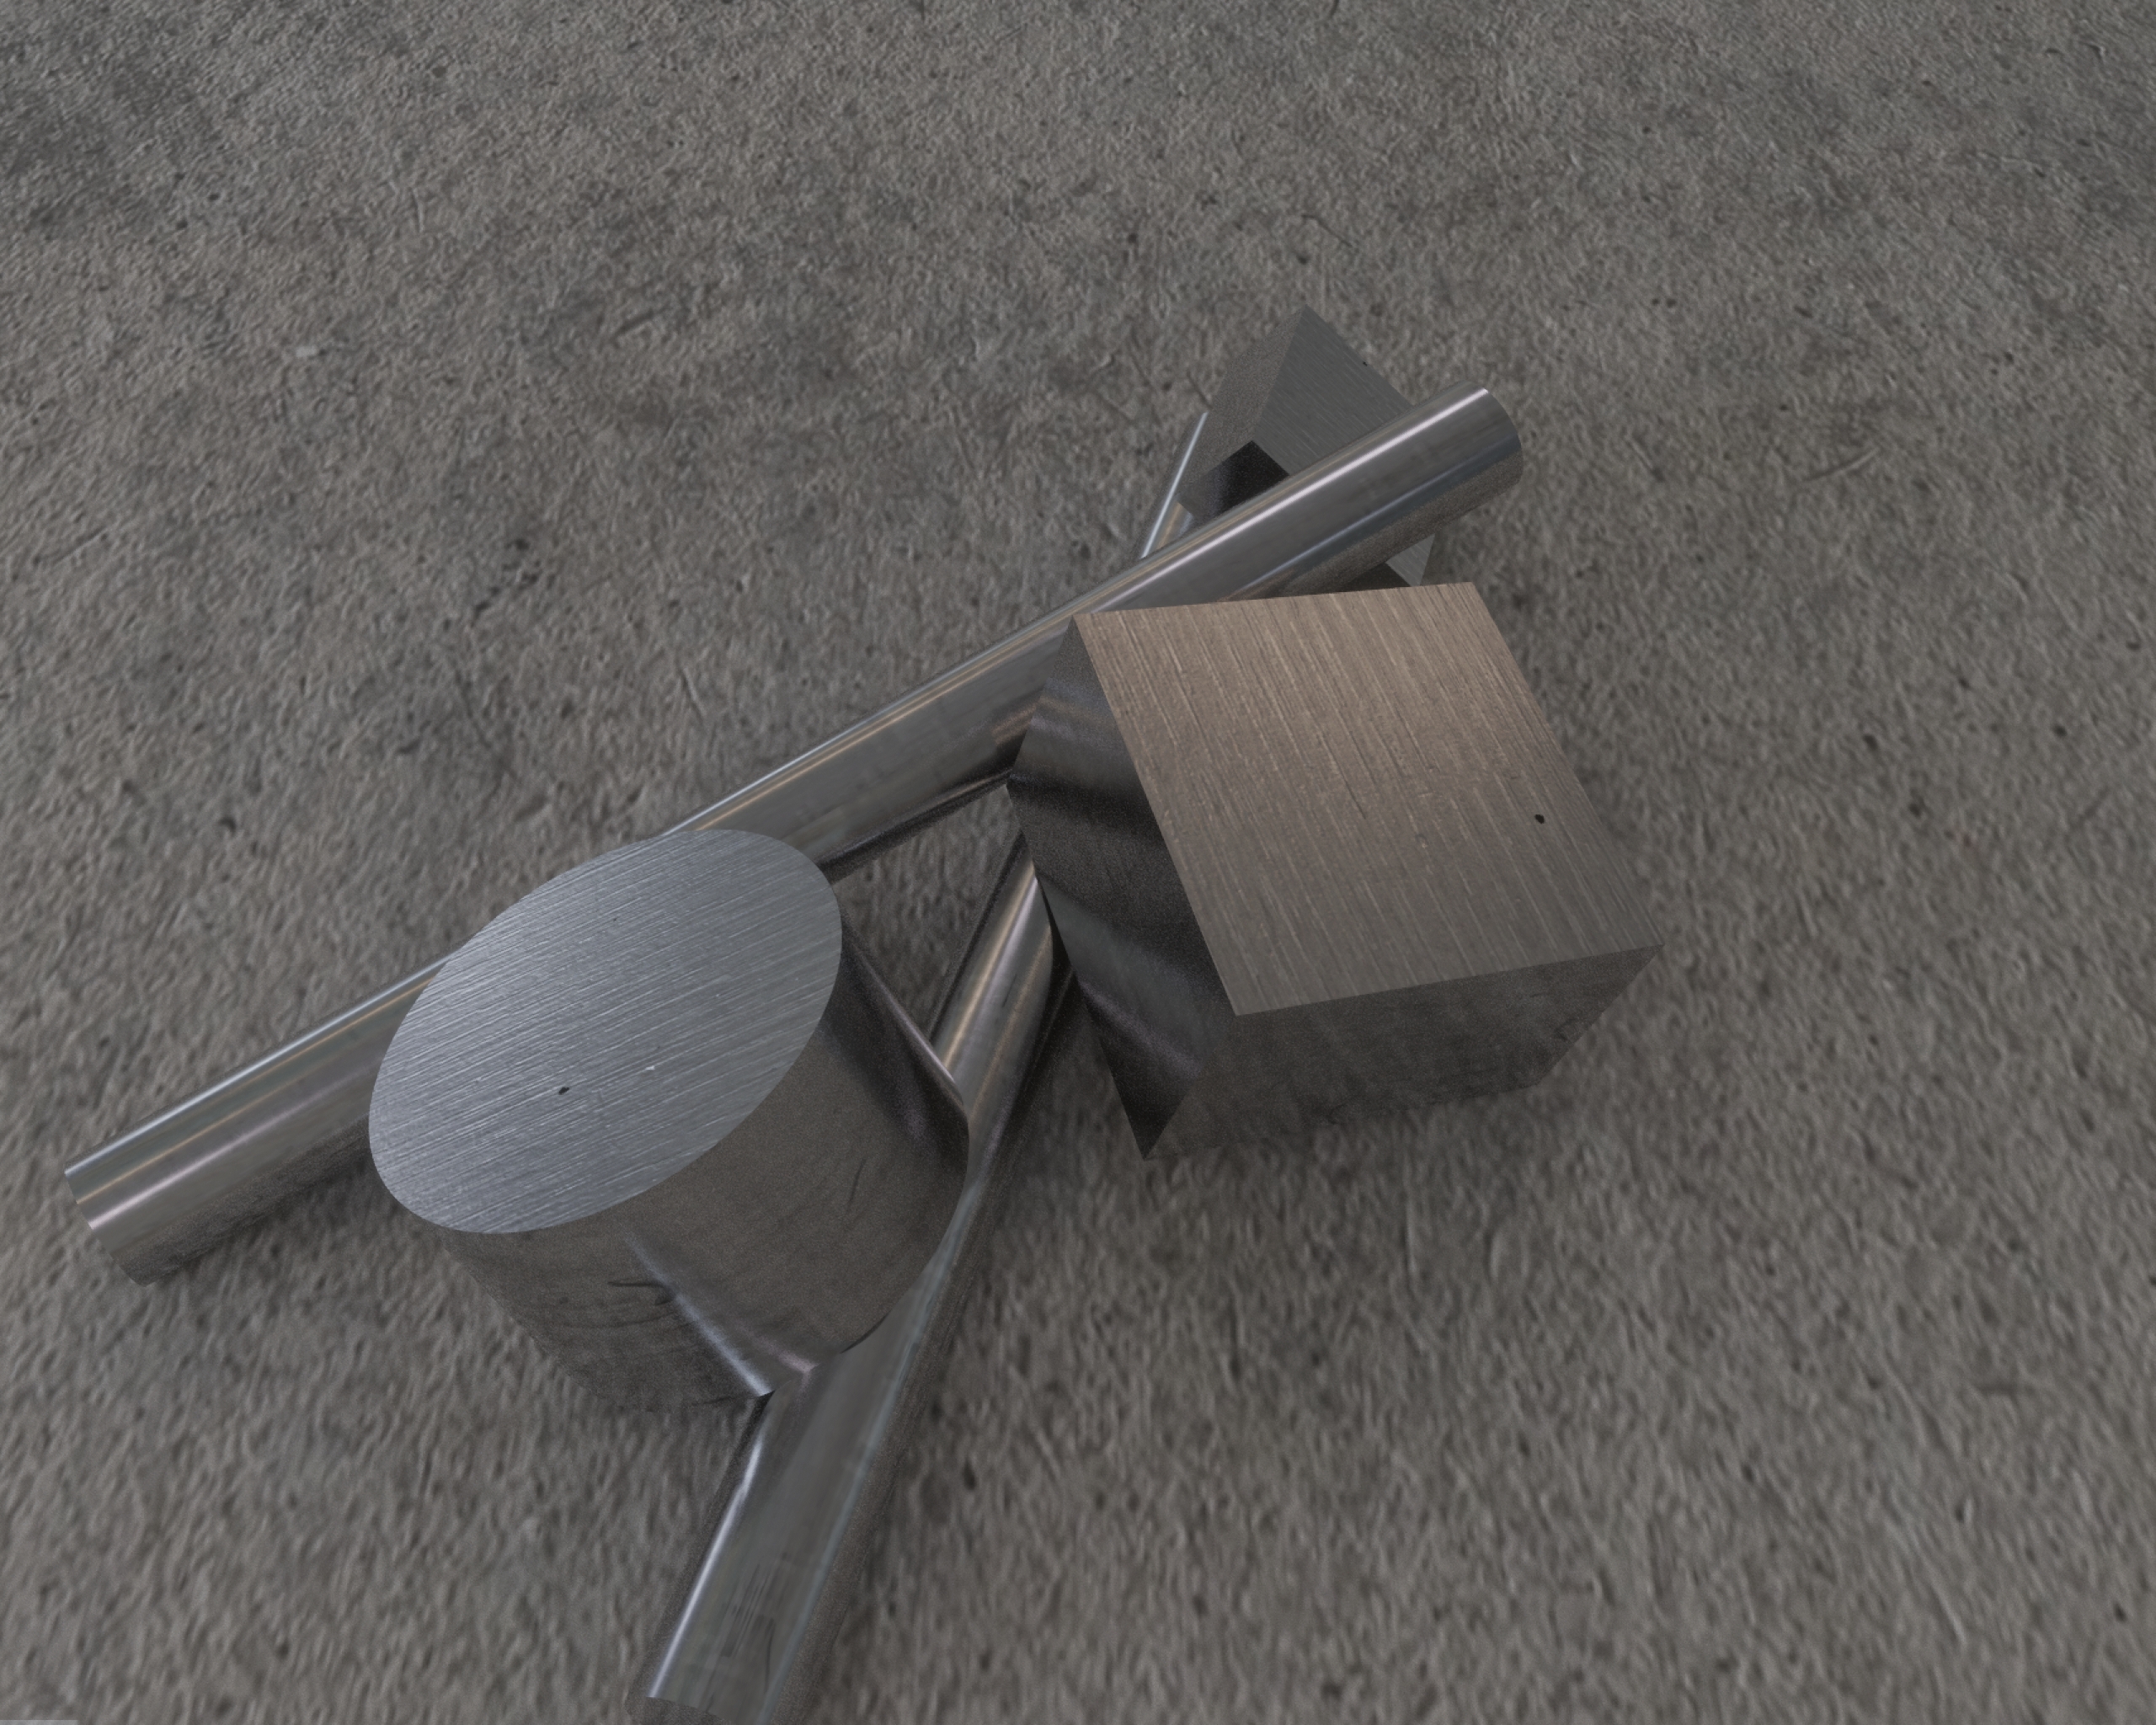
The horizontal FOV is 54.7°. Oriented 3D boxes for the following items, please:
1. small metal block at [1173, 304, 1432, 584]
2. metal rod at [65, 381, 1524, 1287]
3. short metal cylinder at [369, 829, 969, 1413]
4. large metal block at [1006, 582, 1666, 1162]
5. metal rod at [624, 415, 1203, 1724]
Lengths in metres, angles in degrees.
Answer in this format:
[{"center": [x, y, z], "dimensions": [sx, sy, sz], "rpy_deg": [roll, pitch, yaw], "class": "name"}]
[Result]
[{"center": [0.054, -0.086, 0.461], "dimensions": [0.050, 0.025, 0.050], "rpy_deg": [38, 49, -20], "class": "small metal block"}, {"center": [-0.040, -0.014, 0.393], "dimensions": [0.302, 0.025, 0.025], "rpy_deg": [-31, 57, -16], "class": "metal rod"}, {"center": [-0.064, 0.041, 0.337], "dimensions": [0.080, 0.050, 0.080], "rpy_deg": [-15, 41, 14], "class": "short metal cylinder"}, {"center": [0.042, 0.000, 0.370], "dimensions": [0.081, 0.050, 0.080], "rpy_deg": [-8, 59, -23], "class": "large metal block"}, {"center": [-0.009, 0.015, 0.391], "dimensions": [0.025, 0.025, 0.300], "rpy_deg": [14, 51, 11], "class": "metal rod"}]
